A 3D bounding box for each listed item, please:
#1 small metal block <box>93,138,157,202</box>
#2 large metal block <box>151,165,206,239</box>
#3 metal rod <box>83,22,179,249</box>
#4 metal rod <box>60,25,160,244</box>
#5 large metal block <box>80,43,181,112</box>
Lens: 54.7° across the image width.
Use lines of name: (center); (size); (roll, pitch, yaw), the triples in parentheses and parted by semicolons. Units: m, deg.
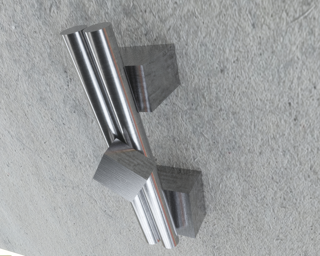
small metal block: (-0.038, 0.046, 0.331); (0.050, 0.025, 0.050); (32, 134, 0)
large metal block: (0.017, 0.103, 0.446); (0.080, 0.050, 0.079); (5, 121, 25)
metal rod: (-0.020, 0.034, 0.346); (0.025, 0.025, 0.298); (3, 127, 27)
metal rod: (-0.043, 0.033, 0.357); (0.025, 0.025, 0.298); (3, 127, 27)
large metal block: (-0.032, -0.059, 0.353); (0.080, 0.080, 0.050); (3, 120, 26)
